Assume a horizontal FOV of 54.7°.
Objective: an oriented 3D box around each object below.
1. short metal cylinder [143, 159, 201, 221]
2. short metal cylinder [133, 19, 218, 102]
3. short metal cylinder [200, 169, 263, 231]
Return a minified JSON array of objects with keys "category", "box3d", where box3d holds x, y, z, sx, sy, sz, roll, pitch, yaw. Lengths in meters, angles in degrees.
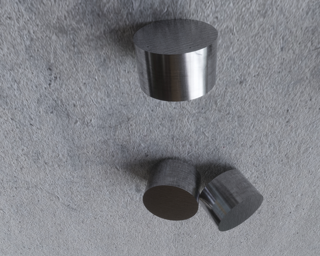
[{"category":"short metal cylinder","box3d":[0.019,0.093,0.461,0.080,0.050,0.079,6,130,8]},{"category":"short metal cylinder","box3d":[0.016,-0.070,0.311,0.080,0.080,0.050,-3,130,3]},{"category":"short metal cylinder","box3d":[0.105,0.108,0.462,0.081,0.050,0.080,-21,139,-20]}]
